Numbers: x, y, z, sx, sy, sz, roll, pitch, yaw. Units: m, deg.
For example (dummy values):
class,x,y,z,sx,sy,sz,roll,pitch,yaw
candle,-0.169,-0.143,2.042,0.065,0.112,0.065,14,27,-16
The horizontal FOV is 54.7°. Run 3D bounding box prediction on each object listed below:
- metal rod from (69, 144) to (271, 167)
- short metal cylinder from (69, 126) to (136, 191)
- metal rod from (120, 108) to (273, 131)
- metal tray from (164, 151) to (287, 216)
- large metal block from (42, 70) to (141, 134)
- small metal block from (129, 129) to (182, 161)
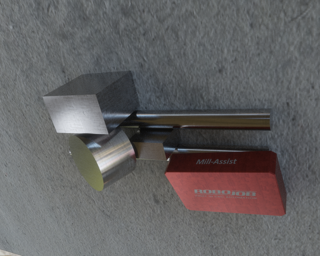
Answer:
class,x,y,z,sx,sy,sz,roll,pitch,yaw
metal rod,-0.005,0.033,0.430,0.300,0.025,0.025,0,119,27
short metal cylinder,-0.076,0.035,0.406,0.080,0.050,0.079,34,139,36
metal rod,-0.012,-0.011,0.407,0.301,0.025,0.025,1,119,27
metal tray,0.082,0.070,0.386,0.130,0.030,0.090,-4,134,28
large metal block,-0.083,-0.034,0.394,0.080,0.080,0.050,1,119,27
small metal block,-0.006,0.017,0.404,0.050,0.050,0.025,1,119,27
